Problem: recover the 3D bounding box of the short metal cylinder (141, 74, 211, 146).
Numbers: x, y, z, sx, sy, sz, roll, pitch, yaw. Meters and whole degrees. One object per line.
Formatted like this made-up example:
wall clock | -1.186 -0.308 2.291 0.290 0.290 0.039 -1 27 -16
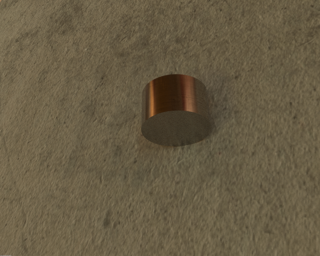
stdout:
short metal cylinder | 0.018 -0.019 0.369 0.080 0.080 0.050 -14 56 20
